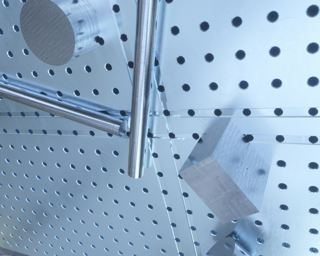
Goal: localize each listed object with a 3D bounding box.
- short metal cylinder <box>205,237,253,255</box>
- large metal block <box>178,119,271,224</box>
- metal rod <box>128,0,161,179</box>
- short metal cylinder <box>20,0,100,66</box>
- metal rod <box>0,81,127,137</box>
[{"bbox_3d":[0.099,0.208,0.452,0.050,0.080,0.080,42,129,-1],"label":"short metal cylinder"},{"bbox_3d":[0.079,0.050,0.365,0.080,0.080,0.050,49,129,-7],"label":"large metal block"},{"bbox_3d":[-0.022,-0.054,0.389,0.025,0.025,0.298,19,126,17],"label":"metal rod"},{"bbox_3d":[-0.123,-0.123,0.383,0.080,0.050,0.079,13,124,21],"label":"short metal cylinder"},{"bbox_3d":[-0.189,-0.042,0.485,0.301,0.025,0.025,17,125,18],"label":"metal rod"}]
